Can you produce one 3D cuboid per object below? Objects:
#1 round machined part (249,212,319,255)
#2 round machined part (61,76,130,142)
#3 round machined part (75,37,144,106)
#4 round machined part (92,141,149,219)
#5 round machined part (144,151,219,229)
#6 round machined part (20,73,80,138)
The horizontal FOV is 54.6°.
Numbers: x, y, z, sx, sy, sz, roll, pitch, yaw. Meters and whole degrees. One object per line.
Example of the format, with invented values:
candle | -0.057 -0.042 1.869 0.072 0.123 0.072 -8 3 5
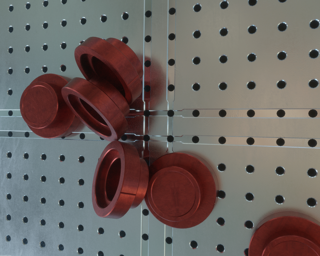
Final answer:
round machined part | 0.151 0.149 0.350 0.098 0.042 0.097 0 90 20
round machined part | -0.079 -0.030 0.413 0.098 0.098 0.042 34 66 17
round machined part | -0.061 -0.078 0.406 0.098 0.098 0.042 34 66 16
round machined part | -0.049 0.068 0.404 0.098 0.042 0.098 -33 48 48
round machined part | 0.023 0.080 0.396 0.098 0.042 0.097 0 90 20
round machined part | -0.168 -0.033 0.464 0.098 0.042 0.097 0 90 20
